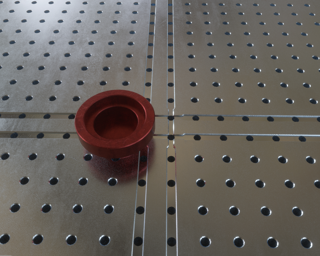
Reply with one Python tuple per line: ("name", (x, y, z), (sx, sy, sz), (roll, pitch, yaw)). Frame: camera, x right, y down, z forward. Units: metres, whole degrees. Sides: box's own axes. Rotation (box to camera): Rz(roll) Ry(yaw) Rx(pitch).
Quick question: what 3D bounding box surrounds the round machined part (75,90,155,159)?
("round machined part", (-0.055, -0.001, 0.397), (0.099, 0.042, 0.098), (0, 50, 0))
